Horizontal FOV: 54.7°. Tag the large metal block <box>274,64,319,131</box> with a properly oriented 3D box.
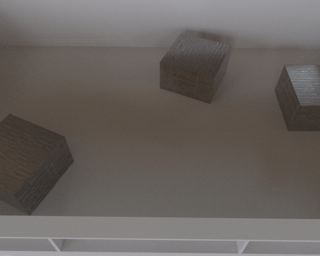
[{"bbox_3d":[0.214,-0.042,0.425,0.080,0.050,0.080,0,50,0],"label":"large metal block"}]

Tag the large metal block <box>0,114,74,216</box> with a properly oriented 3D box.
[{"bbox_3d":[-0.161,0.040,0.354,0.080,0.050,0.080,21,53,16],"label":"large metal block"}]

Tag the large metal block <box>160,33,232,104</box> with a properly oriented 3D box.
[{"bbox_3d":[0.053,-0.091,0.466,0.080,0.050,0.080,19,53,15],"label":"large metal block"}]
